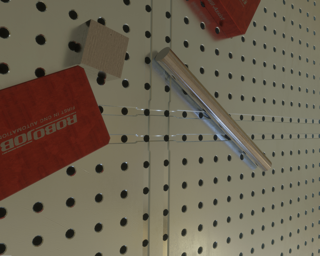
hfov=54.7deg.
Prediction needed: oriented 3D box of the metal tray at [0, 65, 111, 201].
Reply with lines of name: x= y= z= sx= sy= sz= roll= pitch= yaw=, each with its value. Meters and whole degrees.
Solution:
metal tray: x=-0.122 y=0.000 z=0.304 sx=0.131 sy=0.030 sz=0.090 roll=-29 pitch=108 yaw=-36

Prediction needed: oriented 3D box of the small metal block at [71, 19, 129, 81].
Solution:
small metal block: x=-0.067 y=-0.087 z=0.352 sx=0.050 sy=0.025 sz=0.050 roll=17 pitch=79 yaw=-39

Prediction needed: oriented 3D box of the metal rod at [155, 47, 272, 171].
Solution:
metal rod: x=0.099 y=-0.014 z=0.491 sx=0.300 sy=0.025 sz=0.025 roll=41 pitch=65 yaw=-32

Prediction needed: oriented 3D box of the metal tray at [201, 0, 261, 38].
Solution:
metal tray: x=0.105 y=-0.222 z=0.493 sx=0.130 sy=0.030 sz=0.090 roll=41 pitch=65 yaw=-32
